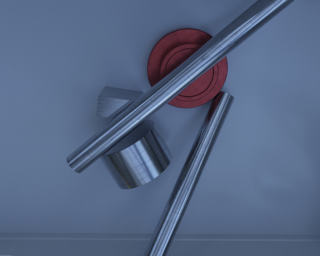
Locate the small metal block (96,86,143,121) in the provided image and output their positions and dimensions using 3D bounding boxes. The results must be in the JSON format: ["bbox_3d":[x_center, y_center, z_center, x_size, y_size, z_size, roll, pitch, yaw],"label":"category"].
[{"bbox_3d":[-0.048,-0.031,0.386,0.050,0.050,0.025,8,110,-4],"label":"small metal block"}]

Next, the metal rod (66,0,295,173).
[{"bbox_3d":[0.016,-0.050,0.344,0.300,0.025,0.025,-39,106,8],"label":"metal rod"}]

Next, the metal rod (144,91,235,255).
[{"bbox_3d":[0.022,0.093,0.379,0.025,0.025,0.299,26,82,-10],"label":"metal rod"}]

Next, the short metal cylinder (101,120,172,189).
[{"bbox_3d":[-0.032,0.032,0.394,0.080,0.080,0.050,-26,108,9],"label":"short metal cylinder"}]

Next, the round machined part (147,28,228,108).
[{"bbox_3d":[0.034,-0.070,0.377,0.099,0.042,0.097,0,110,-1],"label":"round machined part"}]
